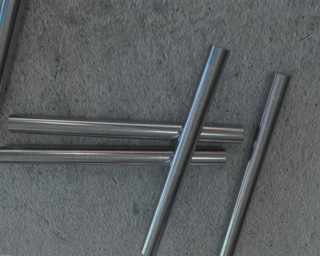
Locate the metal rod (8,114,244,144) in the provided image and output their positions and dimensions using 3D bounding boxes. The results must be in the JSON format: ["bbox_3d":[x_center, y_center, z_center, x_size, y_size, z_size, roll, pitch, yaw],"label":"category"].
[{"bbox_3d":[-0.042,0.001,0.409,0.302,0.025,0.025,3,110,-2],"label":"metal rod"}]

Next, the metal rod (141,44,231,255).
[{"bbox_3d":[0.026,0.043,0.397,0.025,0.025,0.298,15,110,-6],"label":"metal rod"}]

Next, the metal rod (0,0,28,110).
[{"bbox_3d":[-0.194,-0.083,0.377,0.025,0.025,0.298,21,109,-8],"label":"metal rod"}]

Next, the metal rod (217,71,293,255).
[{"bbox_3d":[0.127,0.070,0.436,0.025,0.025,0.298,9,110,-4],"label":"metal rod"}]

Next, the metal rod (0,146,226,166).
[{"bbox_3d":[-0.063,0.038,0.423,0.302,0.025,0.025,1,110,-1],"label":"metal rod"}]
